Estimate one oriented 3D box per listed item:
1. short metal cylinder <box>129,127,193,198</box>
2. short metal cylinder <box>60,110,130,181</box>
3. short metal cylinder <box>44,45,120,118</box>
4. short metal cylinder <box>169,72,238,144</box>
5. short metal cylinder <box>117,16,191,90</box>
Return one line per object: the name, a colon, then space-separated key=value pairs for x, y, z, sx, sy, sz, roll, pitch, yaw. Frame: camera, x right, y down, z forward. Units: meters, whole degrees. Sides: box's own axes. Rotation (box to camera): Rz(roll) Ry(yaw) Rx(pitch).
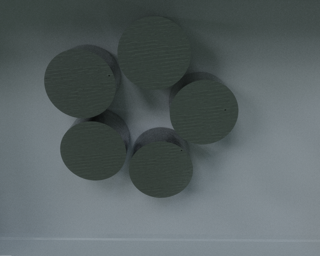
short metal cylinder: x=0.001 y=0.045 z=0.412 sx=0.081 sy=0.050 sz=0.079 roll=0 pitch=110 yaw=0
short metal cylinder: x=-0.082 y=0.021 z=0.403 sx=0.081 sy=0.050 sz=0.079 roll=0 pitch=110 yaw=0
short metal cylinder: x=-0.090 y=-0.057 z=0.374 sx=0.081 sy=0.050 sz=0.079 roll=0 pitch=110 yaw=0
short metal cylinder: x=0.052 y=-0.026 z=0.387 sx=0.081 sy=0.050 sz=0.079 roll=0 pitch=110 yaw=0
short metal cylinder: x=-0.006 y=-0.089 z=0.363 sx=0.081 sy=0.050 sz=0.079 roll=0 pitch=110 yaw=0
